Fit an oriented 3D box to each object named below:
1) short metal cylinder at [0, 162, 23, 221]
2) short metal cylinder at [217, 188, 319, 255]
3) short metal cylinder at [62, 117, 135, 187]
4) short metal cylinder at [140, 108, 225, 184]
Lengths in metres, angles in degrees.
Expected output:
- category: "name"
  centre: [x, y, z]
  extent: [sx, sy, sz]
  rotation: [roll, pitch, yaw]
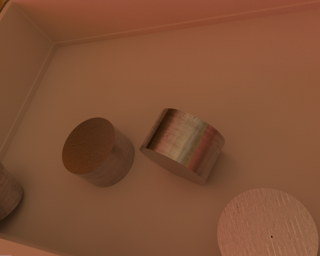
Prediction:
- category: "short metal cylinder"
  centre: [-0.250, 0.094, 0.446]
  extent: [0.080, 0.050, 0.080]
  rotation: [-13, 36, 10]
- category: "short metal cylinder"
  centre: [0.097, 0.100, 0.277]
  extent: [0.080, 0.050, 0.080]
  rotation: [-13, 56, 21]
- category: "short metal cylinder"
  centre: [-0.081, 0.033, 0.412]
  extent: [0.080, 0.050, 0.080]
  rotation: [-13, 56, 21]
- category: "short metal cylinder"
  centre: [0.025, 0.021, 0.345]
  extent: [0.080, 0.080, 0.050]
  rotation: [19, 72, 35]
